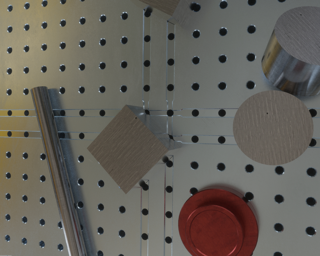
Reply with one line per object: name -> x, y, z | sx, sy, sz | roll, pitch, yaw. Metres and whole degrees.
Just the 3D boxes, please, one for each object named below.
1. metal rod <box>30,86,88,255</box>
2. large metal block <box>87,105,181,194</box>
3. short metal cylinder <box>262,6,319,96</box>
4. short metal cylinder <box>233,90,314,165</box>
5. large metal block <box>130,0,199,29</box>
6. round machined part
metal rod -> -0.148, 0.083, 0.464 | 0.025, 0.025, 0.299 | -17, 84, 19
large metal block -> -0.034, 0.027, 0.411 | 0.080, 0.050, 0.080 | 47, 104, 14
short metal cylinder -> 0.154, -0.080, 0.326 | 0.080, 0.050, 0.080 | 0, 61, 1
short metal cylinder -> 0.127, -0.002, 0.350 | 0.080, 0.050, 0.079 | 2, 96, 22
large metal block -> 0.009, -0.187, 0.396 | 0.080, 0.050, 0.080 | 32, 100, 17
round machined part -> 0.069, 0.123, 0.379 | 0.098, 0.042, 0.097 | 0, 90, 20
